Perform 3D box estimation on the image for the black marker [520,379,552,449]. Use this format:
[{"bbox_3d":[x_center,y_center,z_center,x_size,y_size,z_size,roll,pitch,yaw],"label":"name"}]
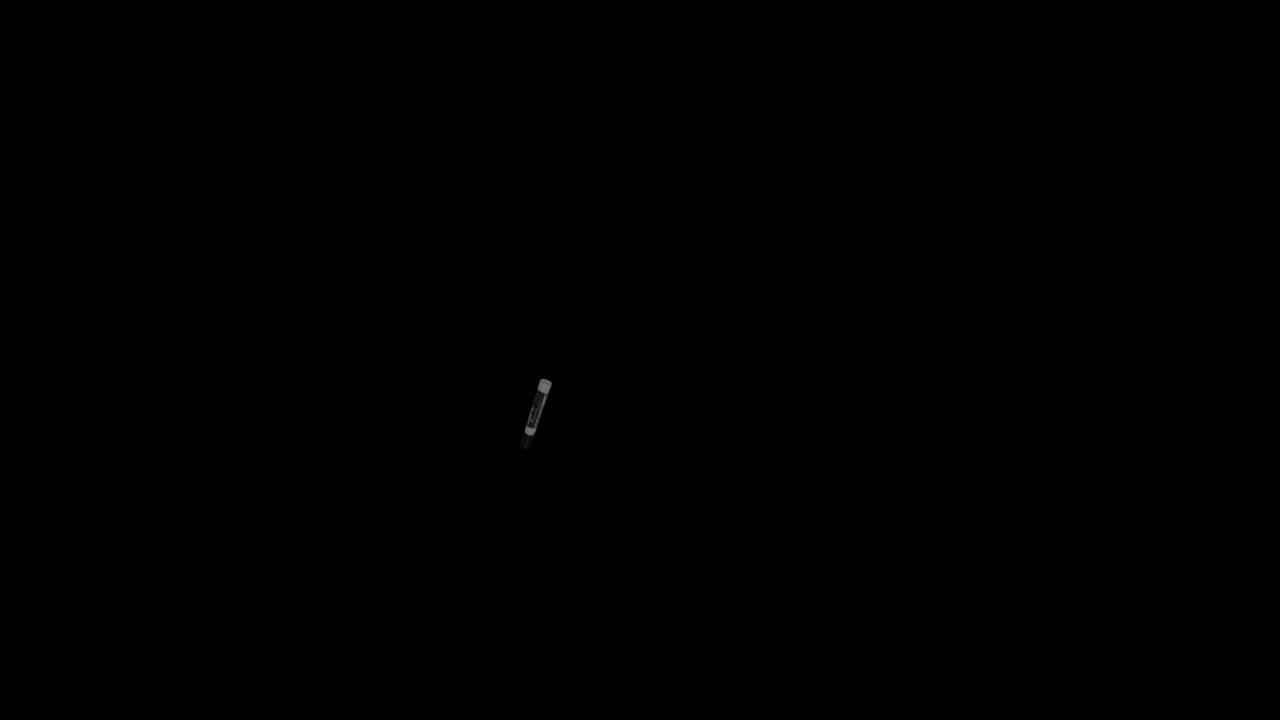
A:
[{"bbox_3d":[-0.164,0.087,0.961,0.020,0.121,0.020,18,19,-6],"label":"black marker"}]
